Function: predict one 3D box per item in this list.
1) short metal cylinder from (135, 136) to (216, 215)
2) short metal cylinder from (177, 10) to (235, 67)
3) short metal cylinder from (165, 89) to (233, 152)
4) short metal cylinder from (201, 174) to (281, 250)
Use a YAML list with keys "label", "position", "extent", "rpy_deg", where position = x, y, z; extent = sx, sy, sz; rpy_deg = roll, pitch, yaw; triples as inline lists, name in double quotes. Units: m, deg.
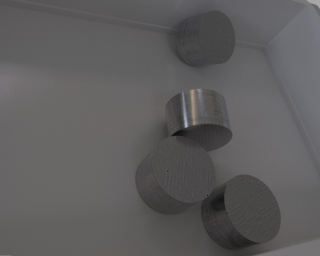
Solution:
- label: "short metal cylinder"
  position: [0.018, 0.056, 0.365]
  extent: [0.081, 0.050, 0.080]
  rpy_deg: [14, 56, -21]
- label: "short metal cylinder"
  position: [0.073, -0.140, 0.491]
  extent: [0.081, 0.050, 0.079]
  rpy_deg: [-3, 96, -37]
- label: "short metal cylinder"
  position: [0.049, -0.007, 0.400]
  extent: [0.081, 0.080, 0.050]
  rpy_deg: [10, 58, -23]
- label: "short metal cylinder"
  position: [0.098, 0.103, 0.379]
  extent: [0.081, 0.050, 0.080]
  rpy_deg: [14, 56, -21]
